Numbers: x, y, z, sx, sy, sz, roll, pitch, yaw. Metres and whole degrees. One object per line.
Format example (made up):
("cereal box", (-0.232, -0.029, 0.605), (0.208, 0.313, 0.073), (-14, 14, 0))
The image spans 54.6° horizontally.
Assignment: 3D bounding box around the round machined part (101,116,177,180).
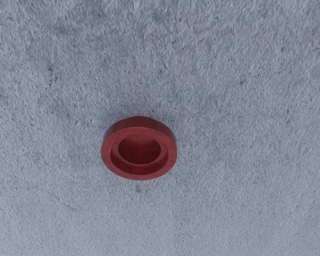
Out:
("round machined part", (-0.027, 0.023, 0.415), (0.099, 0.042, 0.097), (0, 130, 0))
